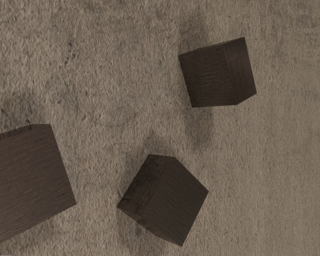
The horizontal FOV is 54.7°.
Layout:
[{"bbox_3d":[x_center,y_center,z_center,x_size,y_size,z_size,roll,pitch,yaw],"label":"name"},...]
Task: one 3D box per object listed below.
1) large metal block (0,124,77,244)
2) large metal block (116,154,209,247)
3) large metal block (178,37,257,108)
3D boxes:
[{"bbox_3d":[-0.133,0.046,0.278,0.081,0.050,0.080,-23,105,-38],"label":"large metal block"},{"bbox_3d":[0.006,0.091,0.396,0.080,0.050,0.080,47,62,-30],"label":"large metal block"},{"bbox_3d":[0.081,-0.076,0.439,0.050,0.080,0.080,-28,108,-37],"label":"large metal block"}]
